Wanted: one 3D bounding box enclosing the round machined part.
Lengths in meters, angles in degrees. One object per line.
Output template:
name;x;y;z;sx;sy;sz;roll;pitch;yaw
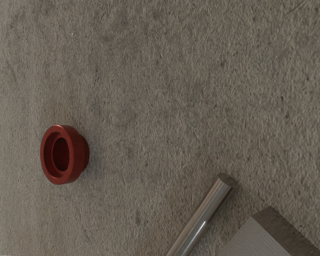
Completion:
round machined part;-0.156;0.044;0.520;0.098;0.042;0.097;0;90;39

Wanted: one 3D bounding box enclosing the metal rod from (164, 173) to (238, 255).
metal rod;0.009;0.180;0.395;0.025;0.025;0.298;42;115;31

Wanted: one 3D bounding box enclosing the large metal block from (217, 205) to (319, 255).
large metal block;0.106;0.137;0.300;0.080;0.050;0.080;45;117;30
